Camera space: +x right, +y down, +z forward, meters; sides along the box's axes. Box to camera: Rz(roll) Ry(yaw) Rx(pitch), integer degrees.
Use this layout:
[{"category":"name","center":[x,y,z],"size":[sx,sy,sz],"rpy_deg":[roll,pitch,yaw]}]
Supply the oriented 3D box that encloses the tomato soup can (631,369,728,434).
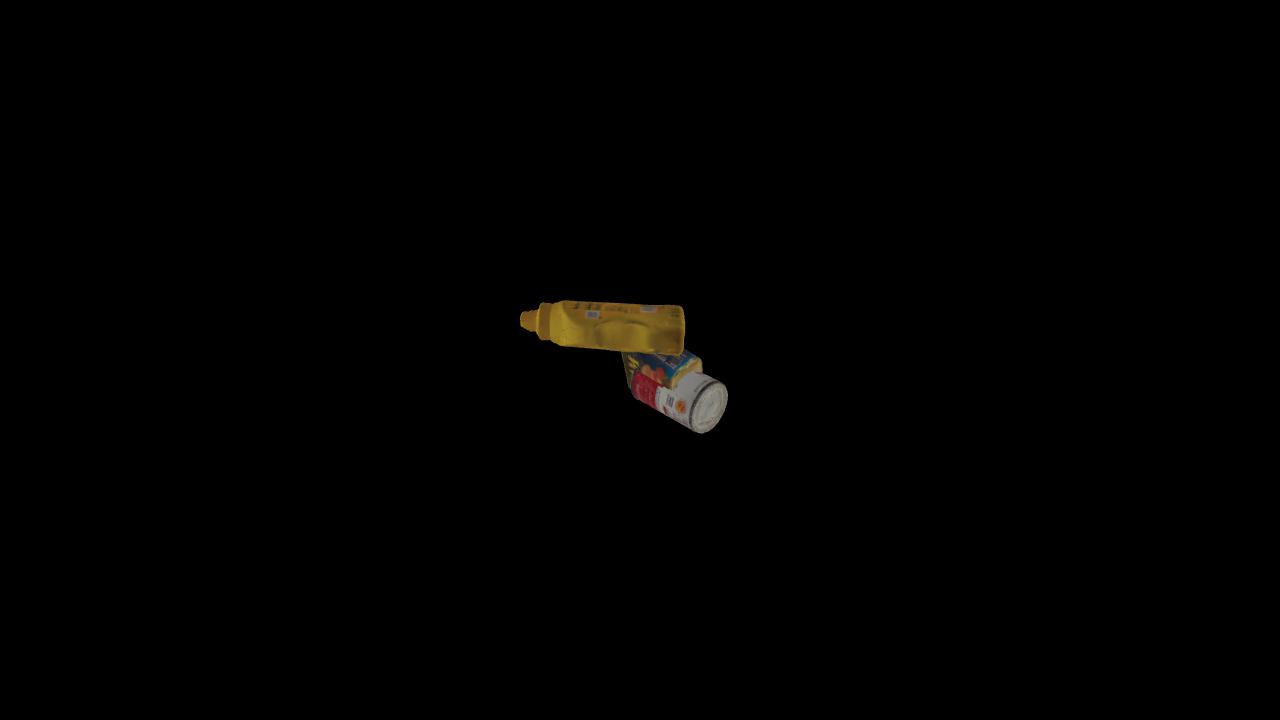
[{"category":"tomato soup can","center":[0.047,0.038,0.740],"size":[0.101,0.068,0.068],"rpy_deg":[28,18,39]}]

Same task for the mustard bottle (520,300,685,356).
[{"category":"mustard bottle","center":[-0.043,-0.040,0.694],"size":[0.184,0.054,0.092],"rpy_deg":[4,25,-1]}]

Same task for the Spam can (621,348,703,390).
[{"category":"Spam can","center":[0.030,0.017,0.759],"size":[0.085,0.101,0.058],"rpy_deg":[35,64,31]}]
